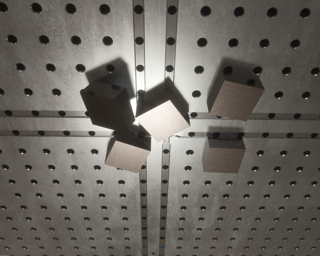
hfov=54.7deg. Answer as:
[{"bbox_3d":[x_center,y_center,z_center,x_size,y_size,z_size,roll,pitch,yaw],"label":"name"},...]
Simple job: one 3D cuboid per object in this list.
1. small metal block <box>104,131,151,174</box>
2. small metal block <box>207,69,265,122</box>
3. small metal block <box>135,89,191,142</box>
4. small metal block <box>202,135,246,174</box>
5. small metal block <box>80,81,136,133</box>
[{"bbox_3d":[-0.046,0.034,0.440,0.050,0.025,0.050,19,128,-16],"label":"small metal block"},{"bbox_3d":[0.091,-0.039,0.380,0.050,0.025,0.050,11,129,-10],"label":"small metal block"},{"bbox_3d":[0.004,-0.015,0.399,0.050,0.025,0.050,-27,126,20],"label":"small metal block"},{"bbox_3d":[0.090,0.039,0.446,0.050,0.025,0.050,3,130,-3],"label":"small metal block"},{"bbox_3d":[-0.062,-0.026,0.375,0.050,0.025,0.050,14,136,27],"label":"small metal block"}]
